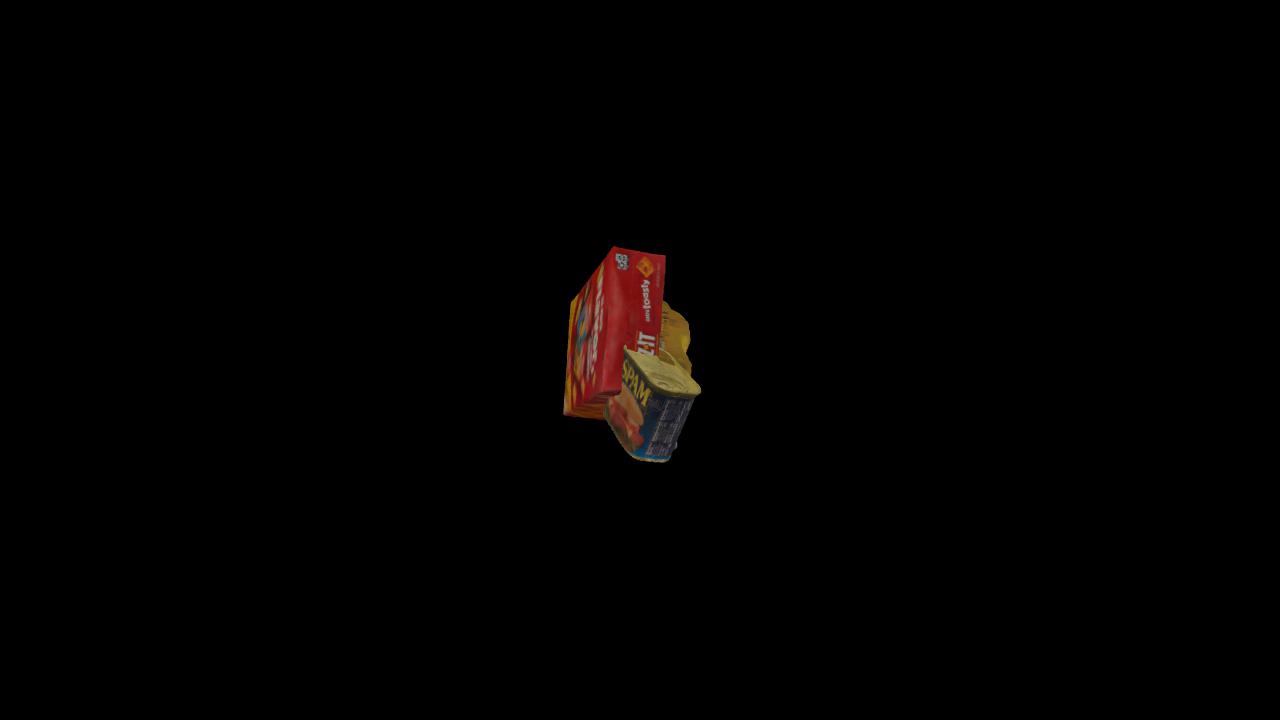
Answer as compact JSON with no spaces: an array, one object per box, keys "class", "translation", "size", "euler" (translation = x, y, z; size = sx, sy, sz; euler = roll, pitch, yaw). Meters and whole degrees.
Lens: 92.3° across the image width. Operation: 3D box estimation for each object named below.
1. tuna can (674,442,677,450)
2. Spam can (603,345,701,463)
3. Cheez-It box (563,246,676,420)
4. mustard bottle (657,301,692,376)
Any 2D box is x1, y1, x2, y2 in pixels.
[{"class":"tuna can","translation":[0.011,0.058,0.652],"size":[0.034,0.084,0.084],"euler":[-15,2,-7]},{"class":"Spam can","translation":[0.009,0.043,0.636],"size":[0.058,0.085,0.101],"euler":[7,25,-29]},{"class":"Cheez-It box","translation":[-0.038,-0.022,0.756],"size":[0.071,0.166,0.223],"euler":[7,-14,-16]},{"class":"mustard bottle","translation":[0.015,-0.024,0.732],"size":[0.092,0.054,0.184],"euler":[-6,32,8]}]
